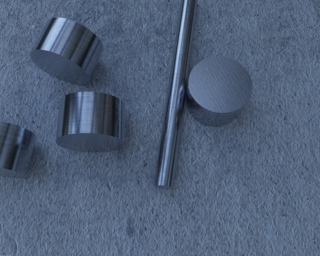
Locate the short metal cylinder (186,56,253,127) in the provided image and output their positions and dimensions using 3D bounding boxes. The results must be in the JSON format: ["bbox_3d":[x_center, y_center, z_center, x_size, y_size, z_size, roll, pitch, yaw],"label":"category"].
[{"bbox_3d":[0.076,-0.047,0.413,0.081,0.050,0.080,0,70,0],"label":"short metal cylinder"}]

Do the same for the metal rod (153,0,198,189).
[{"bbox_3d":[0.025,-0.066,0.432,0.025,0.025,0.299,8,70,3],"label":"metal rod"}]

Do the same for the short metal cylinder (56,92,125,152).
[{"bbox_3d":[-0.083,-0.005,0.380,0.081,0.080,0.050,-1,70,-1],"label":"short metal cylinder"}]

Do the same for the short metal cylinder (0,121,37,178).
[{"bbox_3d":[-0.194,0.026,0.368,0.080,0.080,0.050,6,70,2],"label":"short metal cylinder"}]

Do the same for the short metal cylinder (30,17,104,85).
[{"bbox_3d":[-0.123,-0.100,0.415,0.080,0.080,0.050,17,71,6],"label":"short metal cylinder"}]
